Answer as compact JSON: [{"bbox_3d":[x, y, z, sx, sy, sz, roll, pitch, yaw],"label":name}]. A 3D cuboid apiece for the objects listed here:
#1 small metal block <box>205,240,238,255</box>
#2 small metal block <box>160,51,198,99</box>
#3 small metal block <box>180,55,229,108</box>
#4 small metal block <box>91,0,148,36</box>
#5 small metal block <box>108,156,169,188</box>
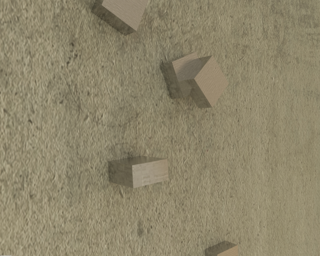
[{"bbox_3d":[0.097,0.212,0.486,0.050,0.025,0.050,-3,92,-40],"label":"small metal block"},{"bbox_3d":[0.033,-0.073,0.432,0.050,0.025,0.050,-31,110,-36],"label":"small metal block"},{"bbox_3d":[0.062,-0.063,0.424,0.050,0.025,0.050,-53,121,-27],"label":"small metal block"},{"bbox_3d":[-0.046,-0.147,0.366,0.050,0.025,0.050,29,72,-36],"label":"small metal block"},{"bbox_3d":[-0.026,0.050,0.366,0.050,0.050,0.025,-5,94,-40],"label":"small metal block"}]
